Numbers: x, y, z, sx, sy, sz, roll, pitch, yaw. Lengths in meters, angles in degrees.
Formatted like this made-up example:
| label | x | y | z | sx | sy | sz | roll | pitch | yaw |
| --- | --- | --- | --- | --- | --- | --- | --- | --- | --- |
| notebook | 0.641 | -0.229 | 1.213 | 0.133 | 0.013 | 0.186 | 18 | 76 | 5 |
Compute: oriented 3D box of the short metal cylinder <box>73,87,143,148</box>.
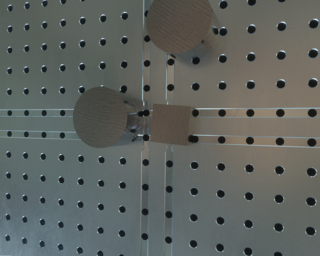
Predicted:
| label | x | y | z | sx | sy | sz | roll | pitch | yaw |
| --- | --- | --- | --- | --- | --- | --- | --- | --- | --- |
| short metal cylinder | -0.070 | -0.014 | 0.424 | 0.080 | 0.050 | 0.080 | 0 | 90 | 20 |

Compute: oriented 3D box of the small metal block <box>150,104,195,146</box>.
| label | x | y | z | sx | sy | sz | roll | pitch | yaw |
| --- | --- | --- | --- | --- | --- | --- | --- | --- | --- |
| small metal block | 0.017 | -0.005 | 0.407 | 0.050 | 0.025 | 0.050 | 6 | 92 | 20 |

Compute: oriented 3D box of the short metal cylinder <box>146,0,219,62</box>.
| label | x | y | z | sx | sy | sz | roll | pitch | yaw |
| --- | --- | --- | --- | --- | --- | --- | --- | --- | --- |
| short metal cylinder | 0.030 | -0.128 | 0.389 | 0.080 | 0.050 | 0.080 | 0 | 90 | 19 |
